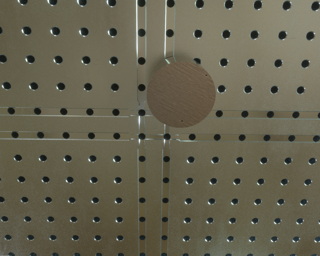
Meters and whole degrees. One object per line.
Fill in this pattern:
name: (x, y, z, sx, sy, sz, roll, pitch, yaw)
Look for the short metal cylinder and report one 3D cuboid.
short metal cylinder: (0.025, -0.046, 0.383, 0.081, 0.050, 0.079, 0, 110, 0)
